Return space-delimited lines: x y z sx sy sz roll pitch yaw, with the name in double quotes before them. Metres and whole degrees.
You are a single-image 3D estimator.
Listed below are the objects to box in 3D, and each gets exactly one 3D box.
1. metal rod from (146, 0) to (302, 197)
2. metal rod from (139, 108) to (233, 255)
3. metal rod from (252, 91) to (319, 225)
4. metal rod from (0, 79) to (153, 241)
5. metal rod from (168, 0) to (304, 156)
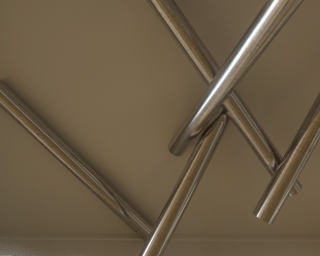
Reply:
"metal rod" 0.080 -0.038 0.369 0.025 0.025 0.300 -35 101 12
"metal rod" 0.022 0.090 0.380 0.025 0.025 0.299 30 82 -10
"metal rod" 0.192 -0.025 0.361 0.025 0.025 0.299 28 92 -10
"metal rod" -0.113 0.054 0.429 0.025 0.025 0.300 -39 106 13
"metal rod" 0.076 -0.060 0.316 0.025 0.025 0.298 23 137 -8
